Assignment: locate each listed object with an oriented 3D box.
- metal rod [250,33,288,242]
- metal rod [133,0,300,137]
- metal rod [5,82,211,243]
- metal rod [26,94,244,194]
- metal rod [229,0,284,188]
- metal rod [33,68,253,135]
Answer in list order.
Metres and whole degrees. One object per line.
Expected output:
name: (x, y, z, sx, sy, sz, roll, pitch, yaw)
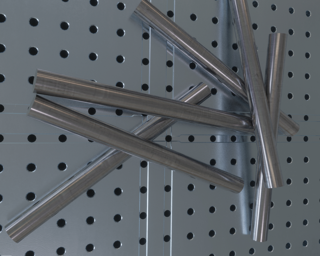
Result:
metal rod: (0.156, 0.018, 0.449, 0.025, 0.025, 0.298, 0, 98, -20)
metal rod: (0.091, -0.078, 0.445, 0.301, 0.025, 0.025, 34, 79, -17)
metal rod: (-0.052, 0.033, 0.393, 0.301, 0.025, 0.025, -37, 102, -16)
metal rod: (-0.008, 0.030, 0.385, 0.302, 0.025, 0.025, 24, 82, -28)
metal rod: (0.131, -0.068, 0.434, 0.025, 0.025, 0.299, -6, 82, -20)
metal rod: (0.006, -0.025, 0.382, 0.302, 0.025, 0.025, 10, 87, -28)
